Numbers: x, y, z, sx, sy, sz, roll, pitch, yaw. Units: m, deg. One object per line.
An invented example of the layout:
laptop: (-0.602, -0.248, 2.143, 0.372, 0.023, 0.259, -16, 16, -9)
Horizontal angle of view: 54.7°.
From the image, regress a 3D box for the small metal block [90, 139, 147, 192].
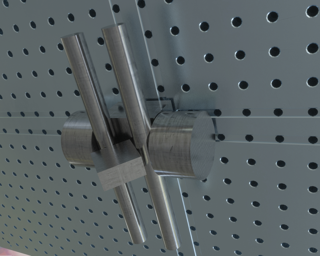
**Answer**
small metal block: (-0.049, 0.042, 0.361, 0.050, 0.050, 0.025, -135, 28, -61)

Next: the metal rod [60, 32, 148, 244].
metal rod: (-0.062, 0.031, 0.395, 0.025, 0.025, 0.298, 1, 119, 28)

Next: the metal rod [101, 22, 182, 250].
metal rod: (-0.014, 0.030, 0.368, 0.025, 0.025, 0.298, 1, 119, 28)

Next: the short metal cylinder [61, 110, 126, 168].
short metal cylinder: (-0.088, 0.015, 0.427, 0.050, 0.080, 0.080, 1, 119, 27)

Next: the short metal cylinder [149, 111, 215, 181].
short metal cylinder: (0.029, 0.020, 0.367, 0.050, 0.080, 0.080, 1, 119, 29)

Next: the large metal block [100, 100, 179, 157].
large metal block: (-0.024, 0.011, 0.409, 0.080, 0.050, 0.080, 1, 119, 27)
